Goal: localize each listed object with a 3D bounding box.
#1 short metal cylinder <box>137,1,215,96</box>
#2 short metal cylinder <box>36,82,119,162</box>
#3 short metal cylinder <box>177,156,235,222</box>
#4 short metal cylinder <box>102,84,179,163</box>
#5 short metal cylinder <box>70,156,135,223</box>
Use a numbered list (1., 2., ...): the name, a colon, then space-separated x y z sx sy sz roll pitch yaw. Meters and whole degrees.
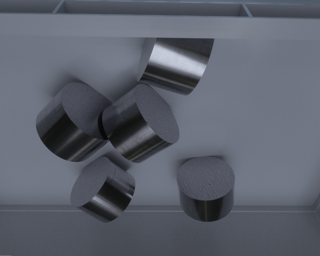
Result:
1. short metal cylinder: 0.013 -0.077 0.307 0.050 0.080 0.079 16 128 -13
2. short metal cylinder: -0.096 -0.007 0.366 0.050 0.080 0.080 -37 121 27
3. short metal cylinder: 0.067 0.087 0.448 0.080 0.080 0.050 -6 130 4
4. short metal cylinder: -0.021 -0.005 0.368 0.050 0.080 0.080 -33 123 24
5. short metal cylinder: -0.082 0.088 0.447 0.080 0.080 0.050 -33 123 24
